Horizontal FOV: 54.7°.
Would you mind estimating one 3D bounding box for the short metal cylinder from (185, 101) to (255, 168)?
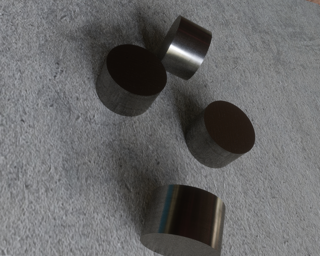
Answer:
[{"bbox_3d":[0.082,0.009,0.426,0.081,0.050,0.080,14,56,-21],"label":"short metal cylinder"}]

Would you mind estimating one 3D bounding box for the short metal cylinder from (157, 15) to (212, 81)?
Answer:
[{"bbox_3d":[0.033,-0.117,0.458,0.050,0.080,0.080,24,53,-14],"label":"short metal cylinder"}]

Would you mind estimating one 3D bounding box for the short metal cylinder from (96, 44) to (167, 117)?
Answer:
[{"bbox_3d":[-0.038,-0.062,0.405,0.081,0.050,0.080,14,56,-21],"label":"short metal cylinder"}]

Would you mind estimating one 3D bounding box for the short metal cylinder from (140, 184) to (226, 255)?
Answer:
[{"bbox_3d":[0.025,0.100,0.320,0.080,0.080,0.050,25,53,-13],"label":"short metal cylinder"}]
